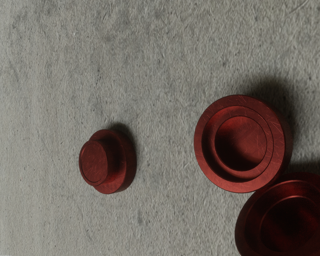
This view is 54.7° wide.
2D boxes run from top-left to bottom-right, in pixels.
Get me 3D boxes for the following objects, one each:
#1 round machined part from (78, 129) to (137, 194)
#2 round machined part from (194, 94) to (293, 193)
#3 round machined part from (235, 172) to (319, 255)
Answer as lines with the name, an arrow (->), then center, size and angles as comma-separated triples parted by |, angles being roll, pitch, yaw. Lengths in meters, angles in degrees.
round machined part -> -0.084, 0.051, 0.464 | 0.098, 0.042, 0.097 | 0, 90, 40
round machined part -> 0.087, 0.015, 0.322 | 0.098, 0.042, 0.097 | 0, 90, 40
round machined part -> 0.119, 0.090, 0.273 | 0.098, 0.098, 0.042 | -33, 110, 35
